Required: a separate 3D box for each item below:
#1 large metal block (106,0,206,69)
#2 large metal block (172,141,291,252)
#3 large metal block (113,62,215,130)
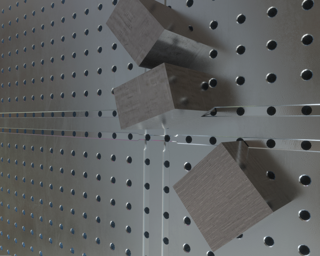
[{"bbox_3d":[-0.005,-0.114,0.376,0.050,0.081,0.080,-50,61,28],"label":"large metal block"},{"bbox_3d":[0.074,0.070,0.331,0.080,0.050,0.080,-48,62,29],"label":"large metal block"},{"bbox_3d":[0.005,-0.033,0.367,0.080,0.081,0.050,-20,78,38],"label":"large metal block"}]
